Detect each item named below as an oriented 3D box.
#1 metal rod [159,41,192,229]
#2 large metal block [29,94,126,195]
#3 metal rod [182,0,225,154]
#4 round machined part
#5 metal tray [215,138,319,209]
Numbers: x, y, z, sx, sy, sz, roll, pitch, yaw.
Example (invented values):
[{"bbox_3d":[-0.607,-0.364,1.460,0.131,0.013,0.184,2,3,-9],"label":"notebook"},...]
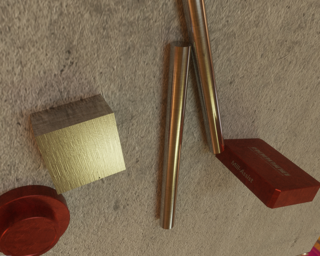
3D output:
[{"bbox_3d":[0.018,0.030,0.436,0.025,0.025,0.298,-11,124,-23],"label":"metal rod"},{"bbox_3d":[-0.091,0.017,0.352,0.081,0.050,0.079,-19,126,-18],"label":"large metal block"},{"bbox_3d":[0.053,-0.083,0.385,0.025,0.025,0.298,-26,128,-13],"label":"metal rod"},{"bbox_3d":[-0.162,0.122,0.384,0.099,0.042,0.097,-14,125,-21],"label":"round machined part"},{"bbox_3d":[0.157,0.061,0.465,0.091,0.130,0.030,0,119,-29],"label":"metal tray"}]
